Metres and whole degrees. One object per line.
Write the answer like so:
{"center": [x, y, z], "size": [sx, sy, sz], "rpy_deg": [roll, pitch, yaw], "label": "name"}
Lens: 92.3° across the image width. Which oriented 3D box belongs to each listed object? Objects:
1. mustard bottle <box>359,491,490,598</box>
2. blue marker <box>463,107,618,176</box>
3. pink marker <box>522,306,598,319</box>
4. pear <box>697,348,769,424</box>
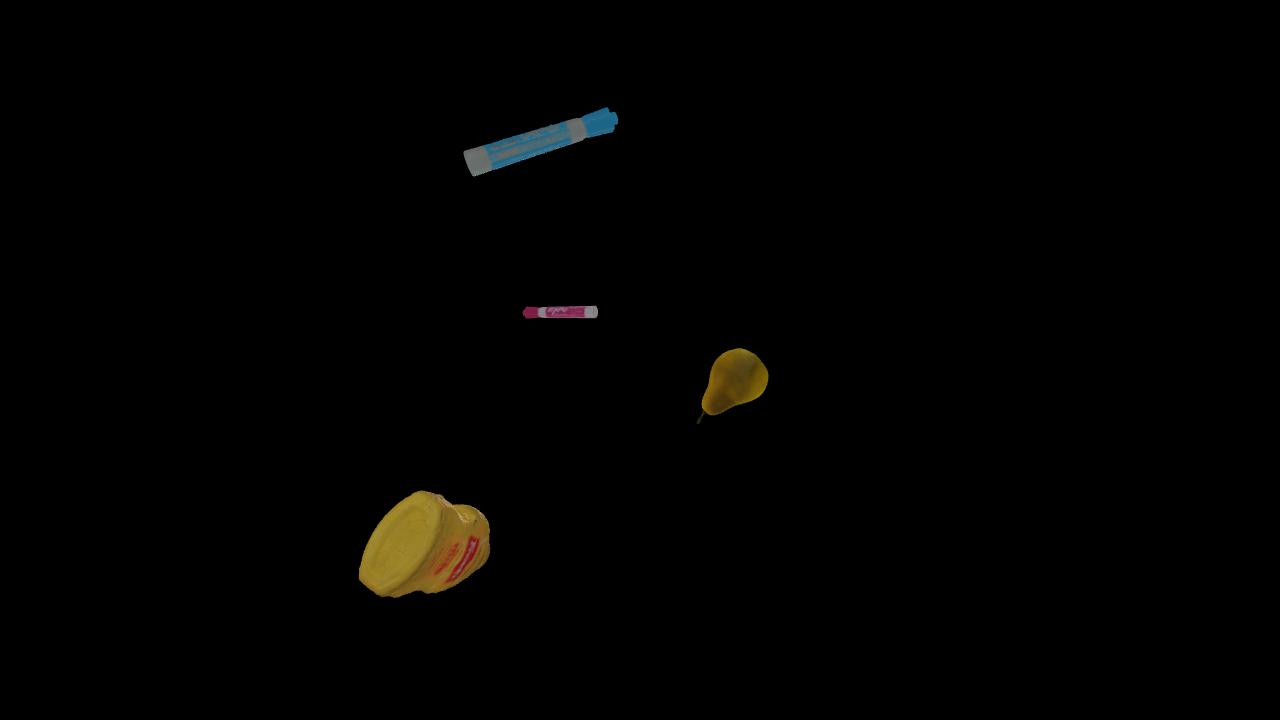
{"center": [-0.190, 0.182, 0.599], "size": [0.054, 0.092, 0.184], "rpy_deg": [23, -15, 15], "label": "mustard bottle"}
{"center": [-0.073, -0.167, 0.466], "size": [0.121, 0.020, 0.020], "rpy_deg": [-23, 6, -14], "label": "blue marker"}
{"center": [-0.124, -0.073, 0.940], "size": [0.121, 0.020, 0.020], "rpy_deg": [1, 0, 18], "label": "pink marker"}
{"center": [0.110, 0.037, 0.795], "size": [0.111, 0.080, 0.080], "rpy_deg": [-41, 9, -10], "label": "pear"}
